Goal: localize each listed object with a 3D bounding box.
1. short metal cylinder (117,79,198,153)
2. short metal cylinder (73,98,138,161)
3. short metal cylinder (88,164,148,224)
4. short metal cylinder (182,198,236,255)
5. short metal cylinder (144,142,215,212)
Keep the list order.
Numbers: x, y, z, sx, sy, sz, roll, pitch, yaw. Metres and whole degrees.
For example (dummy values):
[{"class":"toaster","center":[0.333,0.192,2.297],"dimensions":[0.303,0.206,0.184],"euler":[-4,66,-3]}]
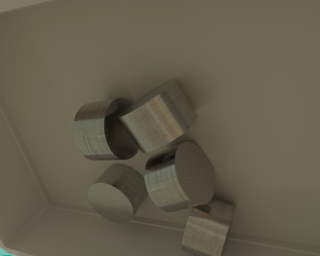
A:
[{"class":"short metal cylinder","center":[-0.003,-0.015,0.364],"dimensions":[0.080,0.080,0.050],"euler":[-25,105,36]},{"class":"short metal cylinder","center":[-0.066,0.003,0.408],"dimensions":[0.050,0.080,0.080],"euler":[-5,116,30]},{"class":"short metal cylinder","center":[-0.065,0.103,0.489],"dimensions":[0.080,0.050,0.079],"euler":[13,124,20]},{"class":"short metal cylinder","center":[0.068,0.136,0.421],"dimensions":[0.050,0.080,0.079],"euler":[16,125,19]},{"class":"short metal cylinder","center":[0.026,0.063,0.397],"dimensions":[0.050,0.080,0.080],"euler":[-25,105,36]}]
